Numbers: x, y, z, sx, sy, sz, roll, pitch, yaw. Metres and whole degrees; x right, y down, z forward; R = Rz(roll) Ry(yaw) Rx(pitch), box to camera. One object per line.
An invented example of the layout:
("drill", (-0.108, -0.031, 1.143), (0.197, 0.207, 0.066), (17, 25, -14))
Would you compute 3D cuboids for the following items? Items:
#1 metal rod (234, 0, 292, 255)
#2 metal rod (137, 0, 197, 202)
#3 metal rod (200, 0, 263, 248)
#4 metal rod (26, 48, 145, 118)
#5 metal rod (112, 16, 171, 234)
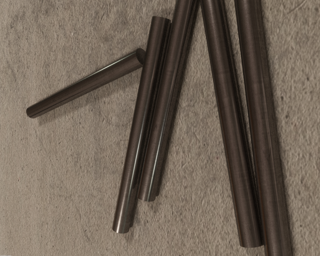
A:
("metal rod", (0.104, -0.013, 0.318), (0.025, 0.025, 0.298), (-9, 84, 39))
("metal rod", (0.011, -0.050, 0.394), (0.025, 0.025, 0.298), (19, 102, 38))
("metal rod", (0.076, -0.025, 0.341), (0.025, 0.025, 0.298), (-13, 82, 39))
("metal rod", (-0.137, -0.064, 0.514), (0.300, 0.025, 0.025), (-16, 80, 38))
("metal rod", (-0.027, 0.003, 0.425), (0.025, 0.025, 0.298), (19, 102, 38))
